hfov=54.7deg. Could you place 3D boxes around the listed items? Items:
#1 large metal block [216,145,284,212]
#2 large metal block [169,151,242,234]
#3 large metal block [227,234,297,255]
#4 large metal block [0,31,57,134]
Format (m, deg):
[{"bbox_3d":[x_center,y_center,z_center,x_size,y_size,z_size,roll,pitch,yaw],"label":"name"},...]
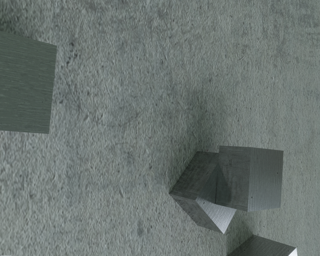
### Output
[{"bbox_3d":[0.125,0.068,0.428,0.081,0.050,0.080,8,85,-40],"label":"large metal block"},{"bbox_3d":[0.072,0.091,0.449,0.080,0.050,0.080,52,60,-27],"label":"large metal block"},{"bbox_3d":[0.170,0.228,0.512,0.081,0.080,0.050,-18,102,-39],"label":"large metal block"},{"bbox_3d":[-0.142,-0.038,0.269,0.081,0.050,0.080,7,86,-40],"label":"large metal block"}]
